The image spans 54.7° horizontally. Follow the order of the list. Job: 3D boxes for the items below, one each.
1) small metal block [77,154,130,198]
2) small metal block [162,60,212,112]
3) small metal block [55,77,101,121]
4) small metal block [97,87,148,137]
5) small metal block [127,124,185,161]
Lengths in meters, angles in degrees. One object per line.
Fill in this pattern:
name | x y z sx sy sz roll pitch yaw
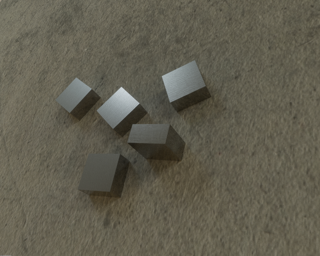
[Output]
small metal block | -0.073 0.061 0.403 0.050 0.025 0.050 -2 61 26
small metal block | 0.035 -0.057 0.419 0.050 0.025 0.050 -24 53 13
small metal block | -0.133 -0.047 0.500 0.050 0.025 0.050 -49 52 -7
small metal block | -0.055 -0.024 0.445 0.050 0.025 0.050 -44 51 -3
small metal block | -0.003 0.018 0.377 0.050 0.050 0.025 0 62 28
